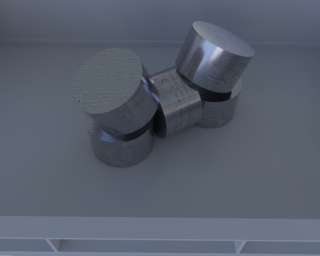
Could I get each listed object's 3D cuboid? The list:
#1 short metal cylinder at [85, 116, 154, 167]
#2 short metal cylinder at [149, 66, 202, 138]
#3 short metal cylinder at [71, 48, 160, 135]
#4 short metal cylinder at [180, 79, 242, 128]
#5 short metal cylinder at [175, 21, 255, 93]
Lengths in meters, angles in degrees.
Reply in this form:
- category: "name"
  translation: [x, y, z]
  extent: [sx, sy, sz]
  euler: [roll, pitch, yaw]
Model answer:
- category: "short metal cylinder"
  translation: [-0.048, 0.001, 0.385]
  extent: [0.081, 0.050, 0.080]
  euler: [0, 50, 0]
- category: "short metal cylinder"
  translation: [0.010, -0.033, 0.395]
  extent: [0.050, 0.080, 0.080]
  euler: [-24, 54, -19]
- category: "short metal cylinder"
  translation: [-0.047, -0.039, 0.335]
  extent: [0.080, 0.050, 0.080]
  euler: [-9, 62, 17]
- category: "short metal cylinder"
  translation: [0.067, -0.047, 0.427]
  extent: [0.081, 0.050, 0.080]
  euler: [0, 50, 0]
- category: "short metal cylinder"
  translation: [0.065, -0.087, 0.376]
  extent: [0.081, 0.050, 0.080]
  euler: [18, 35, -13]
